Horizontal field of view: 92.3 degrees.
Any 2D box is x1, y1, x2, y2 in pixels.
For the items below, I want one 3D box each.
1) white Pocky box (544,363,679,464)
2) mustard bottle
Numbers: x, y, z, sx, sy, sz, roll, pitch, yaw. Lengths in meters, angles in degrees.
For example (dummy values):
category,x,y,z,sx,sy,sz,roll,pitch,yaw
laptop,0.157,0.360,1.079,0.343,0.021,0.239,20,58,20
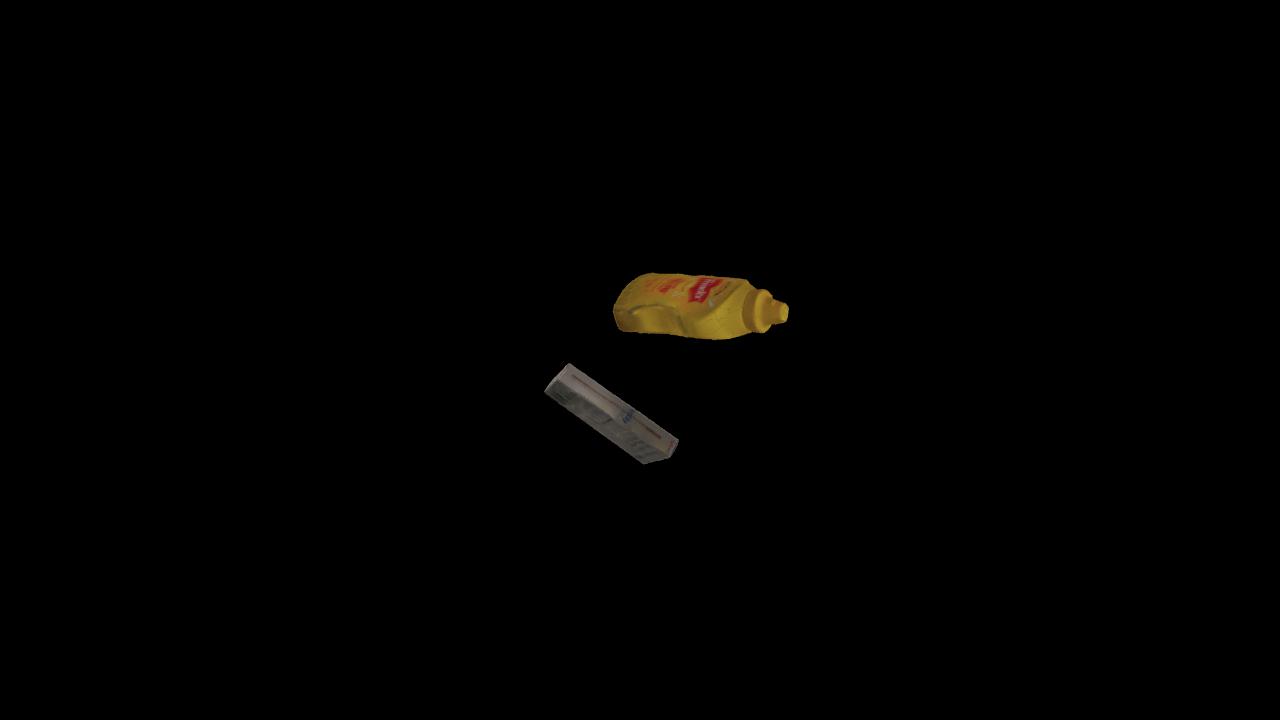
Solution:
category,x,y,z,sx,sy,sz,roll,pitch,yaw
white Pocky box,-0.036,0.066,0.713,0.154,0.028,0.084,36,-23,-9
mustard bottle,0.067,-0.055,0.635,0.184,0.054,0.092,9,32,38
